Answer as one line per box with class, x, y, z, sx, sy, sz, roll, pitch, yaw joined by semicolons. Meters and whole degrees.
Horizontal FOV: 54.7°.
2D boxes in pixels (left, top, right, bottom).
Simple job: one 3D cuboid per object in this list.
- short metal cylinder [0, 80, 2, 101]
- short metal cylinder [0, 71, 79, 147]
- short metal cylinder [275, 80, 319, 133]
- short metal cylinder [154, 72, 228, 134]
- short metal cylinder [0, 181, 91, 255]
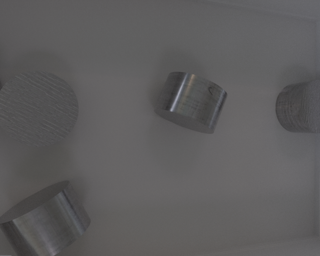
short metal cylinder;-0.211;-0.042;0.319;0.081;0.050;0.080;0;90;-20
short metal cylinder;-0.135;-0.020;0.347;0.081;0.050;0.080;0;90;-20
short metal cylinder;0.230;-0.032;0.482;0.081;0.050;0.080;0;90;-20
short metal cylinder;0.039;-0.031;0.395;0.080;0.080;0.050;24;82;-19
short metal cylinder;-0.124;0.100;0.336;0.080;0.080;0.050;-29;100;-18
